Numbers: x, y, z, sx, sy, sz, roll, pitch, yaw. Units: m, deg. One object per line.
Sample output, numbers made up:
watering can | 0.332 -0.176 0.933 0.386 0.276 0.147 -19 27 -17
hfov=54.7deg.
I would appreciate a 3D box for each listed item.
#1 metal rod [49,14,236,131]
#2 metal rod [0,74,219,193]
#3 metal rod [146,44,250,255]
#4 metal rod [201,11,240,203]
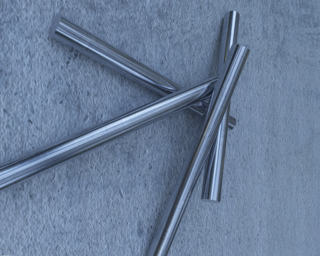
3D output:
metal rod | 0.003 -0.056 0.406 0.302 0.025 0.025 24 75 -37
metal rod | -0.032 -0.008 0.357 0.302 0.025 0.025 -25 106 -31
metal rod | 0.049 0.035 0.401 0.025 0.025 0.299 23 89 -38
metal rod | 0.091 -0.044 0.450 0.025 0.025 0.299 27 64 -37
